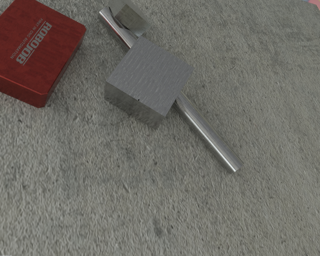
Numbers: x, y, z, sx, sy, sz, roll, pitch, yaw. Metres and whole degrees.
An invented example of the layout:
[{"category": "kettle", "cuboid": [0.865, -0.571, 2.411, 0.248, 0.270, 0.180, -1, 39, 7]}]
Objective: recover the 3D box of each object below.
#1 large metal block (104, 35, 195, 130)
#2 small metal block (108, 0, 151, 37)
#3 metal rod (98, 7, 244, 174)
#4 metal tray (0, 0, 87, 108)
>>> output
[{"category": "large metal block", "cuboid": [-0.015, -0.057, 0.398, 0.080, 0.050, 0.080, 31, 67, -1]}, {"category": "small metal block", "cuboid": [-0.046, -0.171, 0.463, 0.050, 0.025, 0.050, 30, 26, -41]}, {"category": "metal rod", "cuboid": [0.012, -0.058, 0.446, 0.025, 0.025, 0.300, -34, 81, -38]}, {"category": "metal tray", "cuboid": [-0.156, -0.096, 0.376, 0.090, 0.030, 0.130, 25, 53, -13]}]
